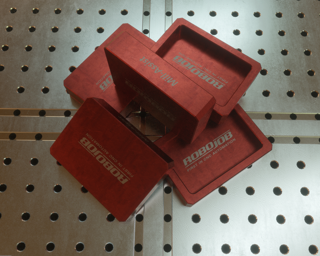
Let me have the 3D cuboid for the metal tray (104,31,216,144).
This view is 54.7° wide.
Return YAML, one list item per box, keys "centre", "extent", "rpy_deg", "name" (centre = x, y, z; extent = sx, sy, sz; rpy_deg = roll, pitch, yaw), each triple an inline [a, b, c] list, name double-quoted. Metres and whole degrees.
- centre: [-0.002, -0.043, 0.360]
  extent: [0.130, 0.090, 0.030]
  rpy_deg: [39, 75, 12]
  name: "metal tray"

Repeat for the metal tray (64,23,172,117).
- centre: [-0.056, -0.076, 0.435]
  extent: [0.090, 0.030, 0.130]
  rpy_deg: [37, 74, 12]
  name: "metal tray"

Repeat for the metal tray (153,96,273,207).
- centre: [0.064, 0.028, 0.398]
  extent: [0.131, 0.030, 0.090]
  rpy_deg: [-32, 73, -11]
  name: "metal tray"

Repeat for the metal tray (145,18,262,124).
- centre: [0.052, -0.077, 0.405]
  extent: [0.130, 0.030, 0.090]
  rpy_deg: [34, 73, 11]
  name: "metal tray"

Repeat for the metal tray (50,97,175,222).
- centre: [-0.060, 0.036, 0.375]
  extent: [0.130, 0.030, 0.090]
  rpy_deg: [41, 100, 13]
  name: "metal tray"
